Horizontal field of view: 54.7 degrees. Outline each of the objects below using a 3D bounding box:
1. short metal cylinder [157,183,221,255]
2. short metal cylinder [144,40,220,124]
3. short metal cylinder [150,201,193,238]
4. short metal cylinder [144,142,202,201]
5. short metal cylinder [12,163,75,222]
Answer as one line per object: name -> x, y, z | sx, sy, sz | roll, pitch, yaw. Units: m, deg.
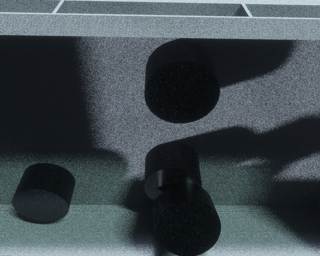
short metal cylinder -> 0.036, 0.120, 0.410 | 0.081, 0.050, 0.079 | 0, 104, -2
short metal cylinder -> 0.023, -0.051, 0.349 | 0.081, 0.050, 0.079 | 0, 130, 0
short metal cylinder -> 0.027, 0.137, 0.483 | 0.081, 0.080, 0.050 | 6, 146, -5
short metal cylinder -> 0.018, 0.066, 0.450 | 0.081, 0.050, 0.079 | 0, 130, 0
short metal cylinder -> -0.176, 0.099, 0.475 | 0.081, 0.050, 0.079 | 0, 130, 0
